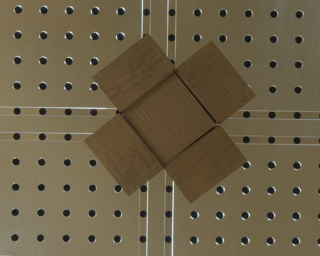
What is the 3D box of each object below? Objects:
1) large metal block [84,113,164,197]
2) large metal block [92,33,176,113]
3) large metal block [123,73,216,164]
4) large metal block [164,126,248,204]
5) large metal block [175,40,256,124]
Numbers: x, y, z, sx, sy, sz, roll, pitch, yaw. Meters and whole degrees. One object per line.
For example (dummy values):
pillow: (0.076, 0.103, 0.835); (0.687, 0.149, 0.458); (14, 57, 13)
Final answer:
large metal block: (-0.040, 0.029, 0.385); (0.050, 0.080, 0.080); (-39, 91, 0)
large metal block: (-0.029, -0.062, 0.386); (0.080, 0.080, 0.050); (-38, 90, 0)
large metal block: (0.012, -0.011, 0.400); (0.080, 0.050, 0.080); (-38, 89, 2)
large metal block: (0.052, 0.041, 0.387); (0.080, 0.080, 0.050); (-37, 90, 0)
large metal block: (0.063, -0.052, 0.386); (0.050, 0.080, 0.080); (-39, 91, 0)
